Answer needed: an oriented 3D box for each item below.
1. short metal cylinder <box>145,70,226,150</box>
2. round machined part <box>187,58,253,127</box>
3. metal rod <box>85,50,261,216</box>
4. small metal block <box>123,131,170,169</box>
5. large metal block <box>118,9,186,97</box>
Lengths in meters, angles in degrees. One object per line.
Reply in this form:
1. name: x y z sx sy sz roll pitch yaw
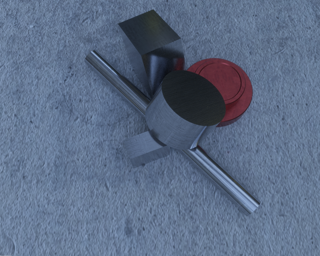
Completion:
1. short metal cylinder: 0.029 -0.021 0.365 0.081 0.050 0.080 14 51 -18
2. round machined part: 0.077 -0.054 0.420 0.099 0.042 0.098 0 70 -1
3. metal rod: 0.008 -0.002 0.411 0.300 0.025 0.025 43 75 14
4. small metal block: -0.016 0.025 0.387 0.050 0.050 0.025 -20 71 -8
5. large metal block: -0.007 -0.093 0.403 0.050 0.080 0.080 -26 50 -8
